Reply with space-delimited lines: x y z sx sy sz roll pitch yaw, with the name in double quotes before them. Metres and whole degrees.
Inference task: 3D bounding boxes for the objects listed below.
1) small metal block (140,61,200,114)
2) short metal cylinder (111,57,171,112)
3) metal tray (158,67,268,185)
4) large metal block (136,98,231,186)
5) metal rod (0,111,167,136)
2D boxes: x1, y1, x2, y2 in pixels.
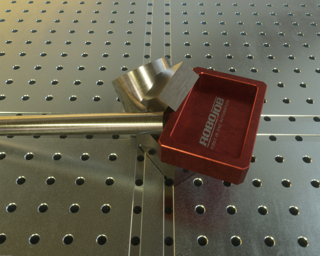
"small metal block" 0.010 -0.043 0.350 0.025 0.050 0.050 40 72 -18
"short metal cylinder" -0.017 -0.054 0.409 0.081 0.080 0.050 -28 99 -22
"metal tray" 0.062 -0.009 0.344 0.090 0.030 0.130 16 51 13
"large metal block" 0.026 0.010 0.381 0.081 0.050 0.080 -28 56 -22
"metal rod" -0.141 -0.003 0.370 0.301 0.025 0.025 -1 49 13
